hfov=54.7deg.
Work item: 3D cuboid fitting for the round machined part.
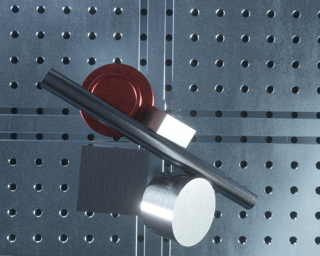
[{"bbox_3d":[-0.057,-0.036,0.404,0.099,0.042,0.097,0,90,-1],"label":"round machined part"}]

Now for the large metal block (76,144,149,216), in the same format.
[{"bbox_3d":[-0.057,0.063,0.398,0.081,0.050,0.079,5,90,-1],"label":"large metal block"}]

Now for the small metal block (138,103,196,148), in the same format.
[{"bbox_3d":[0.009,-0.003,0.391,0.050,0.050,0.025,28,94,-35],"label":"small metal block"}]

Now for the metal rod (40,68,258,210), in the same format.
[{"bbox_3d":[-0.003,0.021,0.381,0.301,0.025,0.025,32,90,-13],"label":"metal rod"}]

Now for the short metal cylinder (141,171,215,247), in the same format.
[{"bbox_3d":[0.024,0.097,0.380,0.081,0.050,0.079,-5,97,-45],"label":"short metal cylinder"}]
